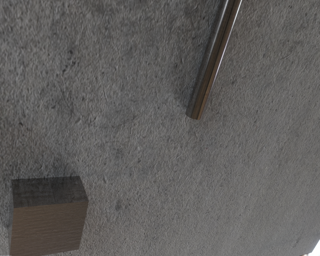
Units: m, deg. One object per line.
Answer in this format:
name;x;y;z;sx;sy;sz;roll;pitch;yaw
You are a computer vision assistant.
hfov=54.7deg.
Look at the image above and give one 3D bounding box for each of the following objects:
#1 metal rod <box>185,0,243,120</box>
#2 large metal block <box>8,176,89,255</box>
metal rod;0.083;-0.148;0.360;0.025;0.025;0.298;1;118;-29
large metal block;-0.140;0.108;0.382;0.081;0.050;0.079;2;118;-29
